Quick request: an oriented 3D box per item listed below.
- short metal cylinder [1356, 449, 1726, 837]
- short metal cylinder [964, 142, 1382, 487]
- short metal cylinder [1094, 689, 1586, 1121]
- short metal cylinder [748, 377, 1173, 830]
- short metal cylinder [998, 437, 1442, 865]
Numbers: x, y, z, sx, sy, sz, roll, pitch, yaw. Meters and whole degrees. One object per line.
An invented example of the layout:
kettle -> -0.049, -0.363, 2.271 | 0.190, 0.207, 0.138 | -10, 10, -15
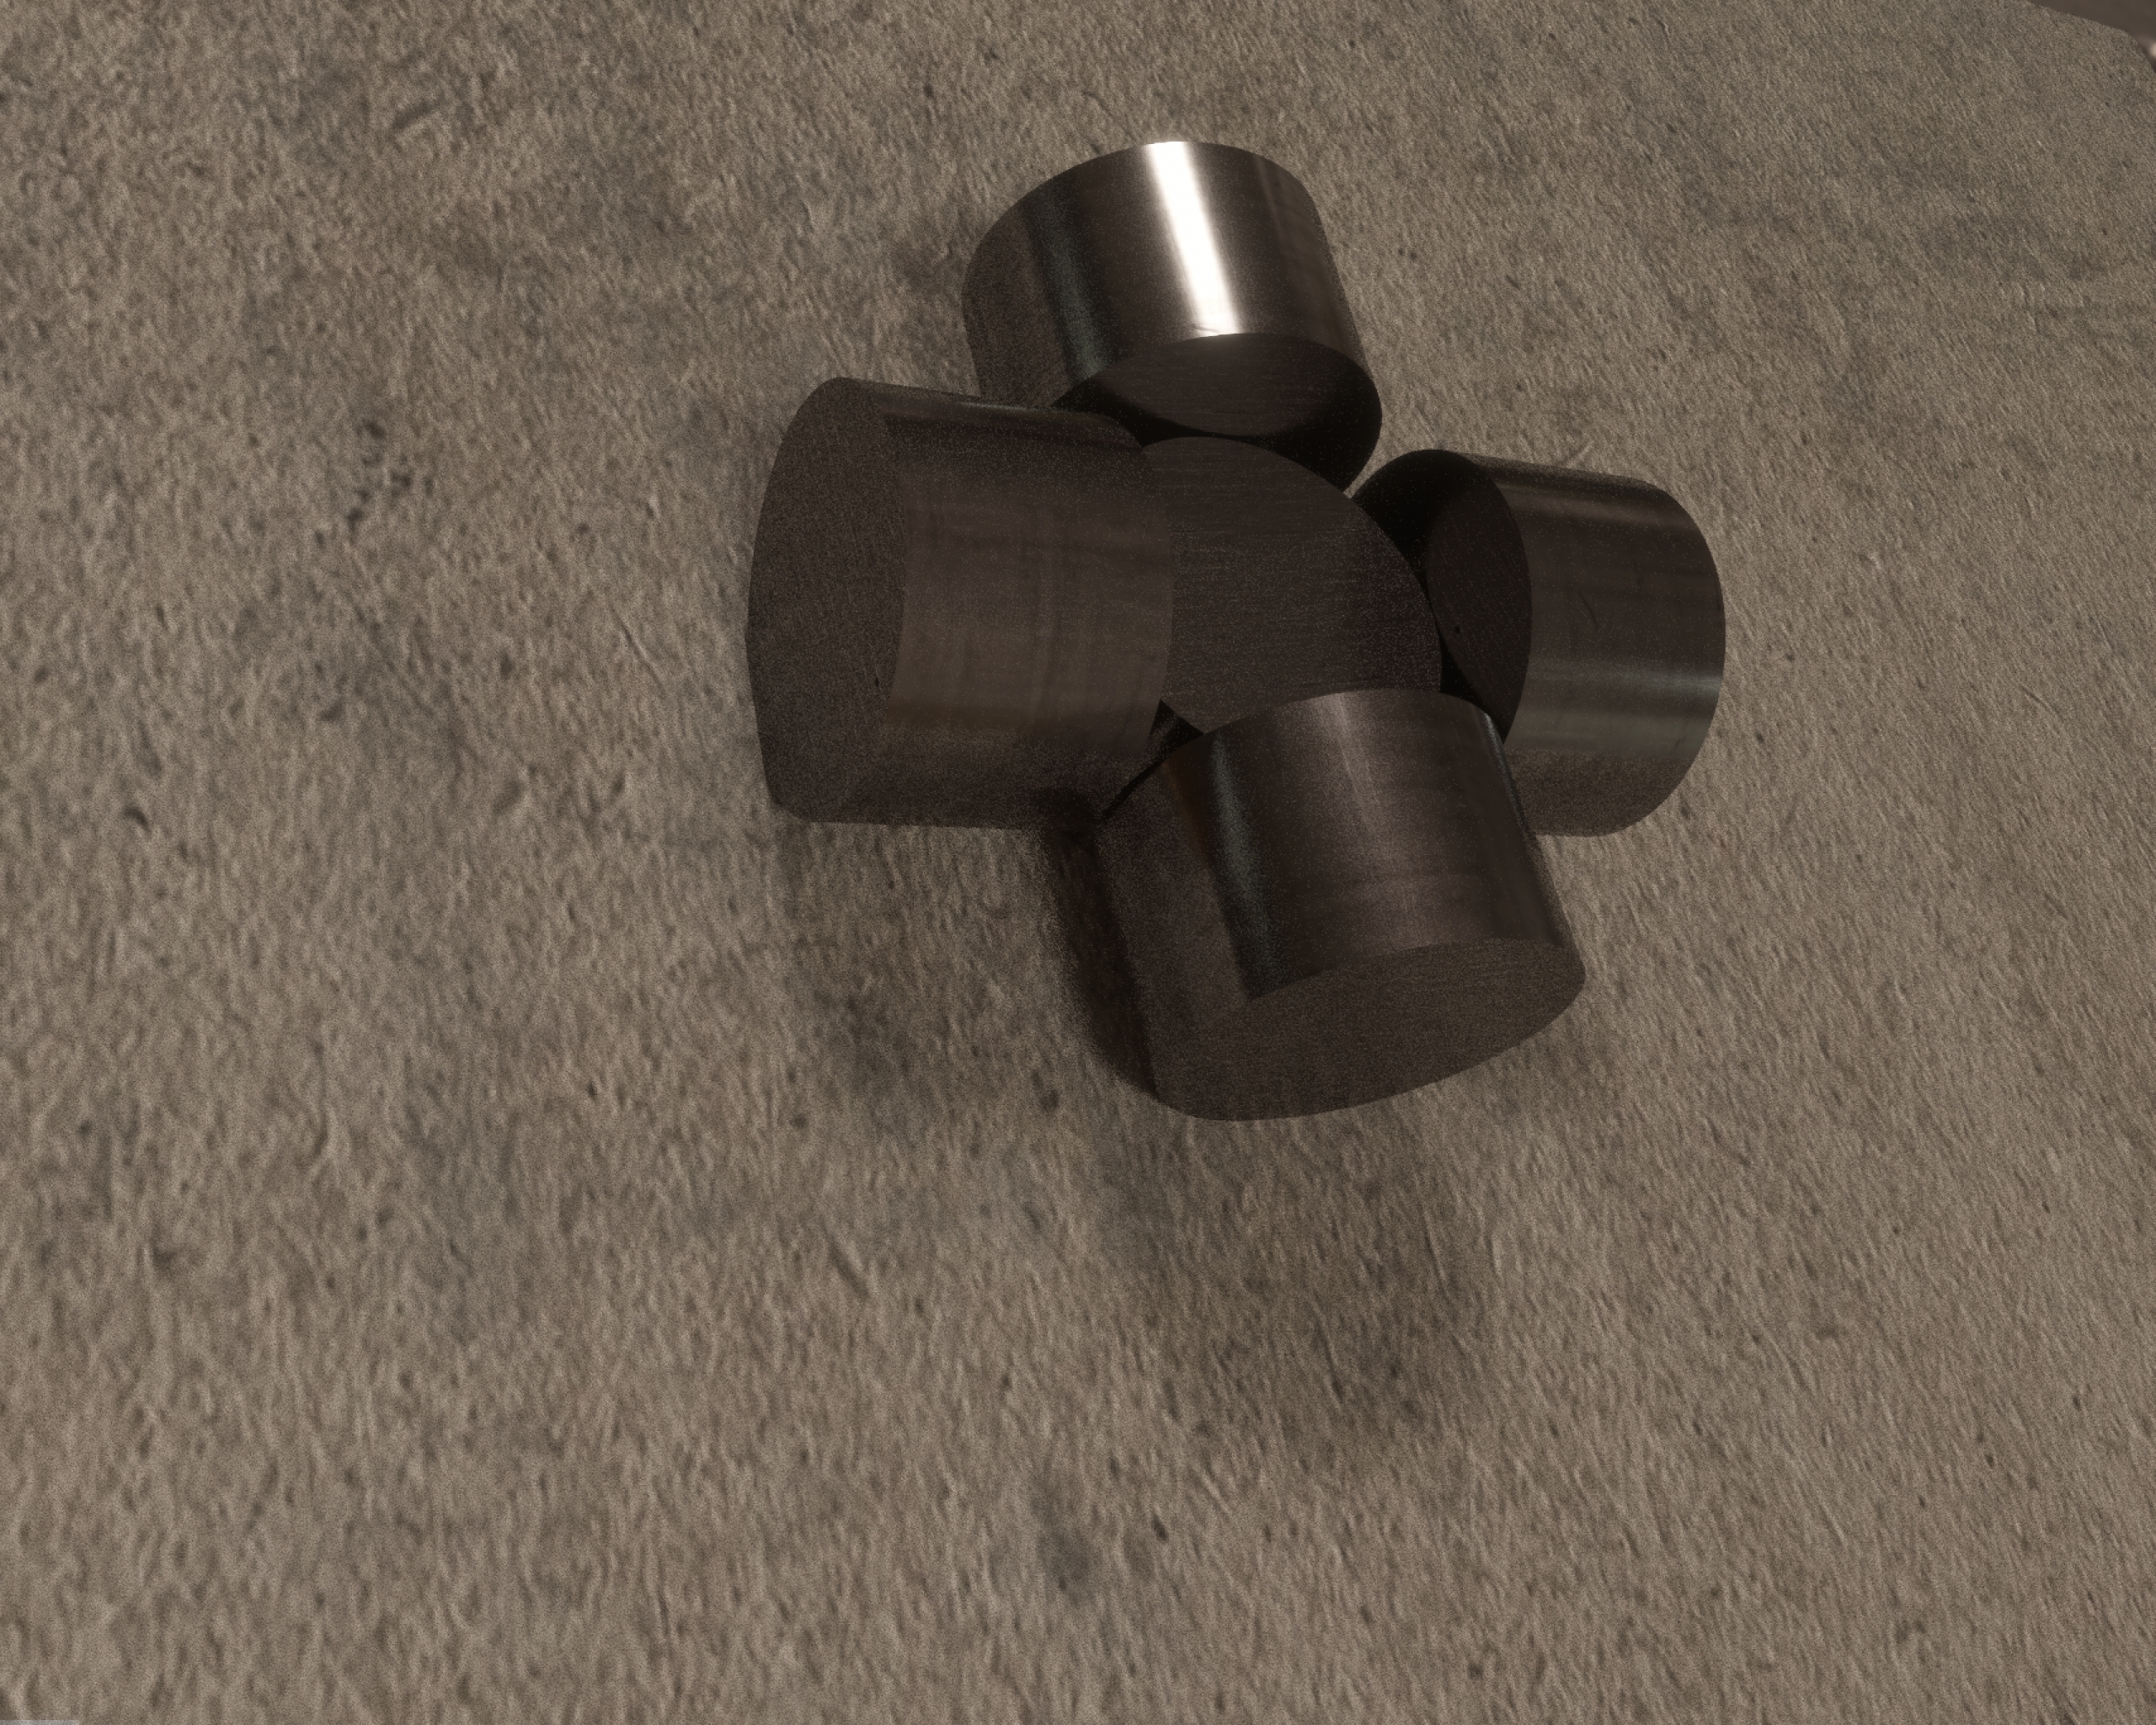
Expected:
short metal cylinder -> 0.092, -0.046, 0.450 | 0.050, 0.080, 0.080 | 2, 61, -28
short metal cylinder -> 0.019, -0.106, 0.445 | 0.081, 0.080, 0.050 | 2, 62, -28
short metal cylinder -> 0.048, 0.010, 0.391 | 0.081, 0.080, 0.050 | 0, 61, -29
short metal cylinder -> -0.024, -0.046, 0.387 | 0.050, 0.080, 0.080 | 2, 61, -28
short metal cylinder -> 0.027, -0.040, 0.430 | 0.081, 0.050, 0.080 | 14, 56, -21
